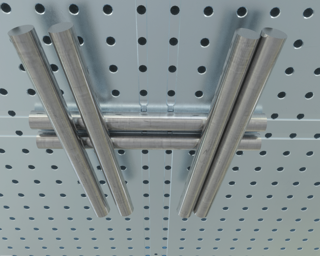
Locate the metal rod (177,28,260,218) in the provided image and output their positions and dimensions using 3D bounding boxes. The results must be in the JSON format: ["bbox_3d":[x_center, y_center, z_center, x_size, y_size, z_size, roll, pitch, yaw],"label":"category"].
[{"bbox_3d":[0.062,0.020,0.397,0.025,0.025,0.298,7,130,-6],"label":"metal rod"}]

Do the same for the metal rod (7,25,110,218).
[{"bbox_3d":[-0.112,0.018,0.394,0.025,0.025,0.299,-6,130,5],"label":"metal rod"}]

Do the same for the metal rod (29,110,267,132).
[{"bbox_3d":[-0.014,-0.009,0.405,0.302,0.025,0.025,1,130,-1],"label":"metal rod"}]

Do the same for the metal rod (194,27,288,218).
[{"bbox_3d":[0.088,0.020,0.397,0.025,0.025,0.298,7,130,-6],"label":"metal rod"}]

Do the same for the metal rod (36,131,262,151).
[{"bbox_3d":[-0.014,0.018,0.427,0.302,0.025,0.025,1,130,-1],"label":"metal rod"}]

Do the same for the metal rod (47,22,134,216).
[{"bbox_3d":[-0.075,0.016,0.392,0.025,0.025,0.299,-6,130,5],"label":"metal rod"}]
